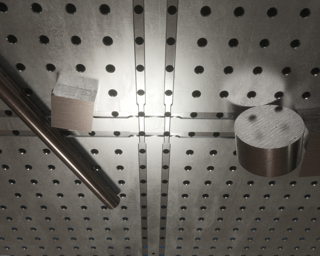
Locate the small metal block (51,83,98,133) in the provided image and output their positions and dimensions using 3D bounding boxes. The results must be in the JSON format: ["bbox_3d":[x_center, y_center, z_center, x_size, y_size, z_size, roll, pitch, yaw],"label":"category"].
[{"bbox_3d":[-0.108,-0.024,0.390,0.050,0.025,0.050,9,130,-8],"label":"small metal block"}]

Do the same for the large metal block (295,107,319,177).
[{"bbox_3d":[0.225,0.018,0.414,0.080,0.050,0.080,-5,130,4],"label":"large metal block"}]

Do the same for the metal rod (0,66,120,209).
[{"bbox_3d":[-0.141,0.022,0.428,0.025,0.025,0.299,-20,128,16],"label":"metal rod"}]

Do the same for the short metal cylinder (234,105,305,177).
[{"bbox_3d":[0.136,0.015,0.391,0.080,0.080,0.050,-10,130,7],"label":"short metal cylinder"}]
